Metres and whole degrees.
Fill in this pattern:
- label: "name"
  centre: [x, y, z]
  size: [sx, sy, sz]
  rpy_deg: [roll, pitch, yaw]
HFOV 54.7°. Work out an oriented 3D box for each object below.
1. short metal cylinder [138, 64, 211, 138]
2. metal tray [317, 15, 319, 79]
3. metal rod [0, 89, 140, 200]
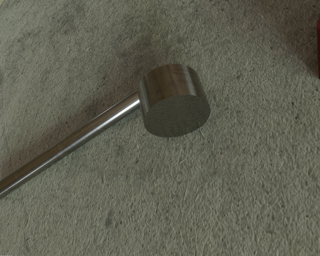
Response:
- label: "short metal cylinder"
  centre: [0.016, -0.032, 0.380]
  size: [0.080, 0.080, 0.050]
  rpy_deg: [-23, 53, 14]
- label: "metal tray"
  centre: [0.201, -0.128, 0.334]
  size: [0.030, 0.090, 0.130]
  rpy_deg: [12, 68, 33]
- label: "metal rod"
  centre: [-0.129, 0.021, 0.458]
  size: [0.300, 0.025, 0.025]
  rpy_deg: [-33, 52, 6]
